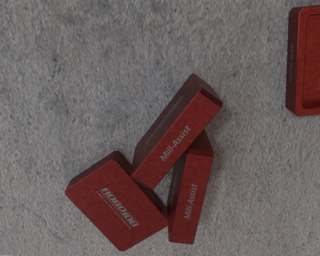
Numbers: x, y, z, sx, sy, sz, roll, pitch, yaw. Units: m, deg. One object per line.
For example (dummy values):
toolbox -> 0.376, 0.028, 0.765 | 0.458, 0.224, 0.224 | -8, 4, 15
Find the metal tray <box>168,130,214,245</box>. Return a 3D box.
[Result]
metal tray -> 0.035, 0.070, 0.401 | 0.030, 0.090, 0.129 | 8, 110, -3

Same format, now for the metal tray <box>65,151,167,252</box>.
metal tray -> -0.058, 0.108, 0.446 | 0.090, 0.030, 0.130 | -34, 107, 11

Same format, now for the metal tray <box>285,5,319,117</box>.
metal tray -> 0.206, -0.083, 0.379 | 0.091, 0.030, 0.129 | -6, 110, 1

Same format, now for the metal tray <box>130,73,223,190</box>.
metal tray -> 0.016, 0.001, 0.375 | 0.030, 0.090, 0.129 | 34, 106, -12
